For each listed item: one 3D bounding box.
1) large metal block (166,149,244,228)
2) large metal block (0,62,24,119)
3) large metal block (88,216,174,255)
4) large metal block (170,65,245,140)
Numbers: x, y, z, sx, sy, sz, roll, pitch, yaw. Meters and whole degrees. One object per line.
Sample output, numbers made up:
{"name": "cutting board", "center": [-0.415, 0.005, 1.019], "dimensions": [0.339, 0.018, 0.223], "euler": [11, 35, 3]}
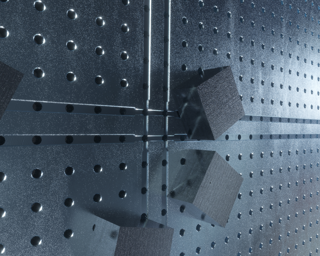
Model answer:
{"name": "large metal block", "center": [0.068, 0.087, 0.453], "dimensions": [0.080, 0.050, 0.080], "euler": [42, 64, -32]}
{"name": "large metal block", "center": [-0.173, -0.027, 0.248], "dimensions": [0.080, 0.050, 0.080], "euler": [31, 70, -36]}
{"name": "large metal block", "center": [-0.036, 0.152, 0.365], "dimensions": [0.080, 0.050, 0.080], "euler": [18, 79, -39]}
{"name": "large metal block", "center": [0.072, -0.037, 0.456], "dimensions": [0.081, 0.050, 0.080], "euler": [-35, 112, -35]}
